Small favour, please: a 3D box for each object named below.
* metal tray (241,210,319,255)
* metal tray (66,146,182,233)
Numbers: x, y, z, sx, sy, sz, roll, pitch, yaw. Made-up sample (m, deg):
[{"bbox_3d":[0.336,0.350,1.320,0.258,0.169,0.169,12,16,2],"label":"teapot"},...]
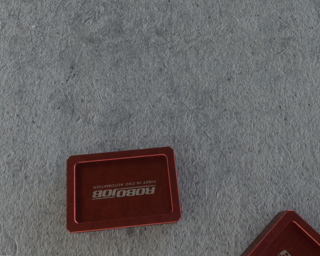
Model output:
[{"bbox_3d":[0.163,0.169,0.344,0.090,0.030,0.130,-42,76,-14],"label":"metal tray"},{"bbox_3d":[-0.044,0.075,0.377,0.131,0.030,0.090,-5,70,-2],"label":"metal tray"}]
